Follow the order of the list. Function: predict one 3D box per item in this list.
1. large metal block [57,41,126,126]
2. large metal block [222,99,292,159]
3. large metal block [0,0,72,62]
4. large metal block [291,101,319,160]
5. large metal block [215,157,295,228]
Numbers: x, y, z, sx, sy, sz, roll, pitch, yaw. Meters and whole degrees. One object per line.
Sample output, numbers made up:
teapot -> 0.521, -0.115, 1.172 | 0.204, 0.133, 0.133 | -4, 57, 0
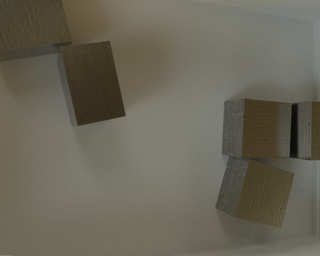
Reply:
large metal block -> -0.081, -0.046, 0.352 | 0.050, 0.080, 0.080 | -13, 95, -20
large metal block -> 0.140, 0.002, 0.451 | 0.081, 0.050, 0.079 | 3, 89, -20
large metal block -> -0.150, -0.123, 0.342 | 0.081, 0.050, 0.080 | -14, 95, -20
large metal block -> 0.213, 0.004, 0.462 | 0.050, 0.080, 0.079 | 1, 90, -20
large metal block -> 0.137, 0.091, 0.450 | 0.081, 0.050, 0.080 | 18, 84, -20
